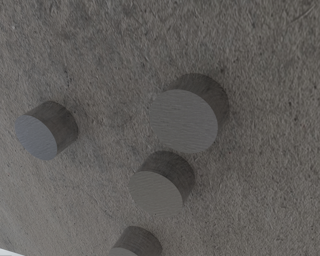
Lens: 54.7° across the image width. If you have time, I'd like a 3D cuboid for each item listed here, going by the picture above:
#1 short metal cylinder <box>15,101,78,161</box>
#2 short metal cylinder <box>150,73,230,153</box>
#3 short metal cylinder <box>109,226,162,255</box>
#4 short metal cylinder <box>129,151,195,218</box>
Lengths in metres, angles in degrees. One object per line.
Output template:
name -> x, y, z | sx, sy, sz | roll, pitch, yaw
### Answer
short metal cylinder -> -0.177, 0.004, 0.487 | 0.080, 0.050, 0.079 | 13, 124, 21
short metal cylinder -> 0.035, -0.018, 0.361 | 0.080, 0.050, 0.079 | 13, 124, 21
short metal cylinder -> -0.043, 0.223, 0.551 | 0.080, 0.050, 0.079 | 13, 124, 21
short metal cylinder -> 0.004, 0.079, 0.438 | 0.080, 0.050, 0.079 | 13, 124, 21
